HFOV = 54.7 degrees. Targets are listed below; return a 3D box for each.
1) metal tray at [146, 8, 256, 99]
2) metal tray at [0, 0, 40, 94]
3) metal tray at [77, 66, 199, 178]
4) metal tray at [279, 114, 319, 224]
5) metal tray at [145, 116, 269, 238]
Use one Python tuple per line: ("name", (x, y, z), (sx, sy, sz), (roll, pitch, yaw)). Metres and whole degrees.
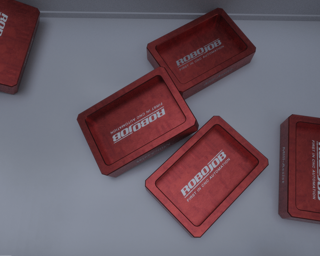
("metal tray", (0.058, -0.108, 0.446), (0.131, 0.030, 0.090), (-30, 73, -11))
("metal tray", (-0.230, -0.121, 0.431), (0.091, 0.030, 0.130), (15, 70, -19))
("metal tray", (-0.029, -0.007, 0.392), (0.130, 0.030, 0.090), (-30, 72, 4))
("metal tray", (0.201, 0.052, 0.388), (0.091, 0.030, 0.130), (8, 70, 3))
("metal tray", (0.057, 0.058, 0.385), (0.130, 0.030, 0.090), (-42, 76, -14))
